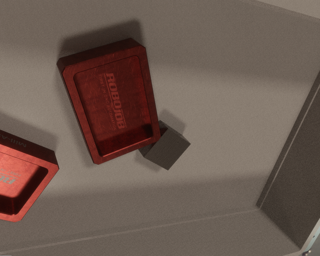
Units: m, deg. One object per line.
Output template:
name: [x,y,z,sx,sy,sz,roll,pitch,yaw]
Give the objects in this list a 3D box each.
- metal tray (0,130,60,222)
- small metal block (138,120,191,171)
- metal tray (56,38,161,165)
metal tray: [-0.189,0.045,0.330,0.131,0.030,0.090,31,101,-38]
small metal block: [0.006,0.025,0.429,0.050,0.025,0.050,34,99,-39]
metal tray: [-0.053,-0.028,0.359,0.091,0.030,0.129,-21,127,-16]
